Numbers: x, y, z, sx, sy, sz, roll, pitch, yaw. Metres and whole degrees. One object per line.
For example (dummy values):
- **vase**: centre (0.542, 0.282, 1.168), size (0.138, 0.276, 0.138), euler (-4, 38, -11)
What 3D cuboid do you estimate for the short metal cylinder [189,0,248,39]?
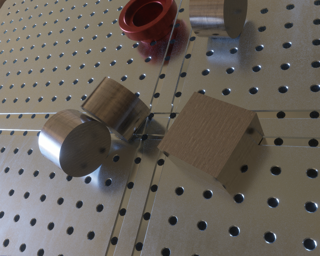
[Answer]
- **short metal cylinder**: centre (0.083, -0.167, 0.432), size (0.050, 0.080, 0.080), euler (13, 69, 33)

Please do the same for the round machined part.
- **round machined part**: centre (-0.016, -0.182, 0.518), size (0.098, 0.042, 0.098), euler (-13, 56, 21)

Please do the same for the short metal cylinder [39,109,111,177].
- **short metal cylinder**: centre (-0.114, 0.020, 0.421), size (0.050, 0.080, 0.080), euler (25, 75, 36)

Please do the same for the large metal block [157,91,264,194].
- **large metal block**: centre (0.058, 0.015, 0.353), size (0.080, 0.050, 0.080), euler (25, 75, 36)

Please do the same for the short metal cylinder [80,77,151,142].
- **short metal cylinder**: centre (-0.060, -0.024, 0.419), size (0.080, 0.080, 0.050), euler (29, 78, 37)
